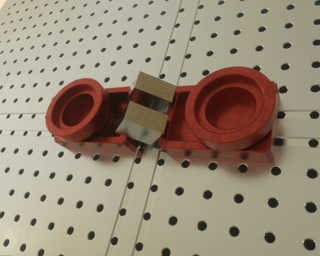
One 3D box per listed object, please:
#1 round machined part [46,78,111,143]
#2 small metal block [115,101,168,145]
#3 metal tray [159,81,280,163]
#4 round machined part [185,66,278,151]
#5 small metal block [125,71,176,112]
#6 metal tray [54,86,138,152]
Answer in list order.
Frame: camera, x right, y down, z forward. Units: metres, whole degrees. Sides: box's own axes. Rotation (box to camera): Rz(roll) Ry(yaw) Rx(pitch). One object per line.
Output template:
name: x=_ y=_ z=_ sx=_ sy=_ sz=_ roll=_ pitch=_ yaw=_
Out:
round machined part: x=-0.114 y=-0.022 z=0.455 sx=0.098 sy=0.042 sz=0.098 roll=-13 pitch=56 yaw=21
small metal block: x=-0.024 y=-0.005 z=0.389 sx=0.050 sy=0.050 sz=0.025 roll=136 pitch=151 yaw=-62
metal tray: x=0.071 y=-0.009 z=0.374 sx=0.130 sy=0.030 sz=0.090 roll=1 pitch=62 yaw=28
round machined part: x=0.081 y=-0.018 z=0.350 sx=0.098 sy=0.042 sz=0.098 roll=-13 pitch=56 yaw=21
small metal block: x=-0.013 y=-0.044 z=0.408 sx=0.050 sy=0.050 sz=0.025 roll=136 pitch=151 yaw=-62
metal tray: x=-0.087 y=-0.013 z=0.461 sx=0.130 sy=0.030 sz=0.090 roll=0 pitch=63 yaw=28
